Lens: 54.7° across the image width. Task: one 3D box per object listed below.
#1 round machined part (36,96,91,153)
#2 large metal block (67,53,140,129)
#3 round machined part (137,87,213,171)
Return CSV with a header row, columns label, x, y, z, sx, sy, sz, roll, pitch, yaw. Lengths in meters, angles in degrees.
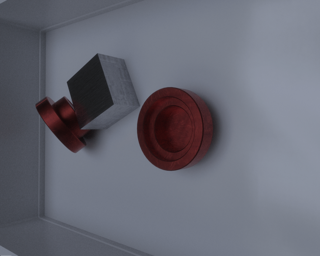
label,x,y,z,sx,sy,sz,roll,pitch,yaw
round machined part,-0.146,-0.011,0.490,0.042,0.098,0.098,-38,62,-6
large metal block,-0.085,-0.051,0.458,0.080,0.050,0.080,-31,71,35
round machined part,0.022,0.001,0.376,0.098,0.042,0.097,0,90,39
